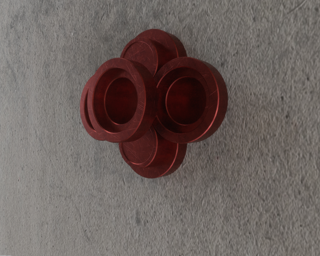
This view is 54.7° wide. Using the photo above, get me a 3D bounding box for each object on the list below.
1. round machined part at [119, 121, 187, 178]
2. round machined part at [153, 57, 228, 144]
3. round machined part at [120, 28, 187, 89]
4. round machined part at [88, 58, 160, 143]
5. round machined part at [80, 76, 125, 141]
[{"bbox_3d":[-0.016,0.018,0.407,0.098,0.042,0.097,0,90,39],"label":"round machined part"},{"bbox_3d":[0.036,-0.031,0.364,0.098,0.042,0.097,0,90,39],"label":"round machined part"},{"bbox_3d":[-0.016,-0.081,0.406,0.098,0.042,0.097,0,90,39],"label":"round machined part"},{"bbox_3d":[-0.039,-0.032,0.371,0.098,0.042,0.097,0,91,39],"label":"round machined part"},{"bbox_3d":[-0.069,-0.031,0.450,0.098,0.042,0.097,0,90,39],"label":"round machined part"}]
